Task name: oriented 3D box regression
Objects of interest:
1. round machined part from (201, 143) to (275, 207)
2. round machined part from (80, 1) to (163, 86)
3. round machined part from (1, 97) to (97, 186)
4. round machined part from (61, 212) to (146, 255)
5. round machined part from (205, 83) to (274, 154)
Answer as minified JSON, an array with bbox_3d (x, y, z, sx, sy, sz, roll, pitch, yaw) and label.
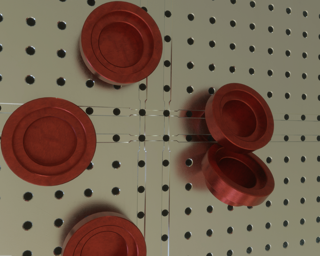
[{"bbox_3d":[0.101,0.068,0.424,0.099,0.098,0.042,10,126,-20],"label":"round machined part"},{"bbox_3d":[-0.050,-0.102,0.386,0.099,0.042,0.097,0,90,-20],"label":"round machined part"},{"bbox_3d":[-0.126,0.015,0.357,0.099,0.042,0.097,0,90,-21],"label":"round machined part"},{"bbox_3d":[-0.070,0.151,0.379,0.099,0.042,0.097,0,90,-21],"label":"round machined part"},{"bbox_3d":[0.106,-0.010,0.433,0.099,0.042,0.098,9,66,-20],"label":"round machined part"}]
